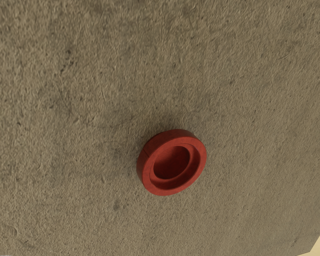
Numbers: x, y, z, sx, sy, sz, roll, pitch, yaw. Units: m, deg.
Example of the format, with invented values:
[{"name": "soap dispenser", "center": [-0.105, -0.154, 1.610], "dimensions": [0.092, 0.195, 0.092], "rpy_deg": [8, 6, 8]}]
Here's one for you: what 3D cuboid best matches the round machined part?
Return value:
[{"name": "round machined part", "center": [0.012, 0.043, 0.432], "dimensions": [0.099, 0.042, 0.097], "rpy_deg": [-14, 125, -21]}]
